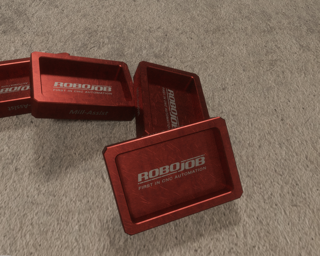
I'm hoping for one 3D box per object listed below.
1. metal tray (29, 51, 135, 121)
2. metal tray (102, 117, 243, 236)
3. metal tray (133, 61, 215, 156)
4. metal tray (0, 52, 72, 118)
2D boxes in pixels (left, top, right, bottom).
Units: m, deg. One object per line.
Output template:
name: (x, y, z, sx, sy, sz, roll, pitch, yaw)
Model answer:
metal tray: (-0.101, -0.054, 0.411, 0.131, 0.030, 0.090, 1, 51, -27)
metal tray: (0.014, 0.047, 0.327, 0.131, 0.030, 0.089, -15, 93, -13)
metal tray: (0.015, -0.027, 0.403, 0.091, 0.030, 0.130, 10, 47, -19)
metal tray: (-0.193, -0.063, 0.450, 0.131, 0.030, 0.090, -10, 51, -9)
